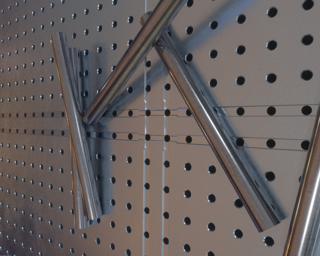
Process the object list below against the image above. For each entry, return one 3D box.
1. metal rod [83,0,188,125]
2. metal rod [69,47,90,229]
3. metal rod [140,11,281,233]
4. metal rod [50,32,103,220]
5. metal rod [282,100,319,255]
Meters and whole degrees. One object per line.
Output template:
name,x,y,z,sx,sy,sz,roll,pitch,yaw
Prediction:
metal rod,-0.032,-0.096,0.405,0.298,0.025,0.025,-45,63,40
metal rod,-0.139,0.015,0.520,0.025,0.025,0.298,-7,86,39
metal rod,0.048,-0.024,0.367,0.025,0.025,0.299,-41,66,32
metal rod,-0.134,-0.004,0.496,0.025,0.025,0.298,-13,88,39
metal rod,0.156,-0.014,0.279,0.025,0.025,0.298,16,100,38
